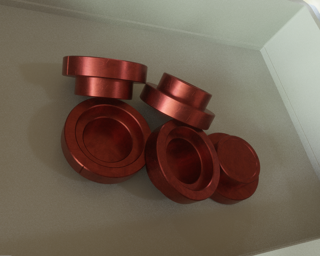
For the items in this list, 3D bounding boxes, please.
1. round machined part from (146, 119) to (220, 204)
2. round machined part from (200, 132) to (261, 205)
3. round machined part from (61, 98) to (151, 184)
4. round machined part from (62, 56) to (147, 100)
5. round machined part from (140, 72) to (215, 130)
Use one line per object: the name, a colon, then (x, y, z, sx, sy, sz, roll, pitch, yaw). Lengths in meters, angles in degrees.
round machined part: (0.022, 0.041, 0.366, 0.099, 0.042, 0.098, 21, 55, -34)
round machined part: (0.094, 0.049, 0.415, 0.099, 0.042, 0.098, 14, 56, -21)
round machined part: (-0.061, 0.017, 0.349, 0.099, 0.042, 0.098, 14, 56, -21)
round machined part: (-0.066, -0.057, 0.370, 0.099, 0.098, 0.042, 2, 96, -27)
round machined part: (0.027, -0.038, 0.397, 0.098, 0.042, 0.098, 25, 11, -5)
